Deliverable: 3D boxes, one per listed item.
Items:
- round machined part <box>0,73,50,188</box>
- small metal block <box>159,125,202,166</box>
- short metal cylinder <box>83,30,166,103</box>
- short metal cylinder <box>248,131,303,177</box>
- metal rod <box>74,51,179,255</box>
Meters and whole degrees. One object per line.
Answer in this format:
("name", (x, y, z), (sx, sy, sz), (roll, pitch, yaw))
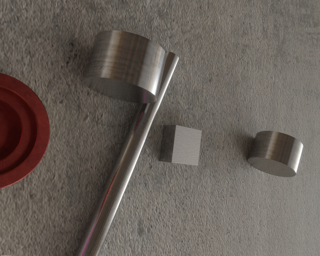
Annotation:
("round machined part", (-0.152, 0.002, 0.267), (0.099, 0.042, 0.097), (0, 90, -40))
("small metal block", (0.029, 0.024, 0.429), (0.050, 0.025, 0.050), (12, 83, -39))
("short metal cylinder", (-0.037, -0.063, 0.337), (0.080, 0.080, 0.050), (20, 77, -38))
("short metal cylinder", (0.199, 0.046, 0.536), (0.080, 0.080, 0.050), (36, 68, -34))
("metal rod", (-0.039, 0.037, 0.371), (0.025, 0.025, 0.299), (34, 69, -35))
